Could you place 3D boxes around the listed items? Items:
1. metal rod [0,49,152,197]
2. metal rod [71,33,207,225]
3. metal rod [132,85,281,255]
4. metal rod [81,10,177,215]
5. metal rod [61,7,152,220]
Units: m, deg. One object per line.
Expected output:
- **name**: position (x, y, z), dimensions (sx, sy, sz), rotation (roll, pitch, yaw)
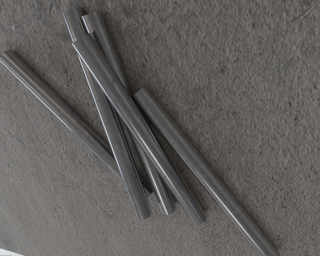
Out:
- **metal rod**: position (-0.124, -0.002, 0.470), dimensions (0.300, 0.025, 0.025), rotation (45, 129, -4)
- **metal rod**: position (-0.015, 0.017, 0.404), dimensions (0.025, 0.025, 0.299), rotation (-16, 117, 34)
- **metal rod**: position (0.066, 0.069, 0.414), dimensions (0.025, 0.025, 0.300), rotation (-32, 101, 38)
- **metal rod**: position (-0.034, -0.005, 0.421), dimensions (0.025, 0.025, 0.298), rotation (-6, 116, 31)
- **metal rod**: position (-0.065, -0.007, 0.419), dimensions (0.025, 0.025, 0.298), rotation (-6, 110, 31)
